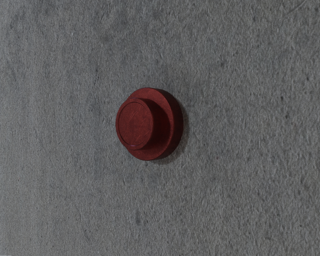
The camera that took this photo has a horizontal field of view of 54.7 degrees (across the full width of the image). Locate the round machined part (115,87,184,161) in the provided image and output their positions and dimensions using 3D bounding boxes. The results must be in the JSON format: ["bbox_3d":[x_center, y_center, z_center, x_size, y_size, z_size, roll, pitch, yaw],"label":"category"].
[{"bbox_3d":[-0.021,-0.005,0.410,0.098,0.042,0.097,0,90,39],"label":"round machined part"}]
